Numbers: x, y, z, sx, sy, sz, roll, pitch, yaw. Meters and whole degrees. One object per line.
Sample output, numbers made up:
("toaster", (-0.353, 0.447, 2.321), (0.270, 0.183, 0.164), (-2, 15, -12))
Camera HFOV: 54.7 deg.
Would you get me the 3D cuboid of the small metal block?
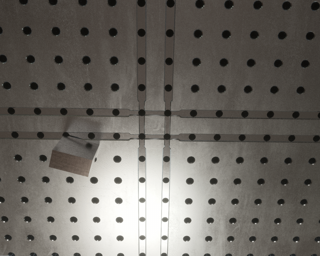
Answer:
("small metal block", (-0.112, 0.036, 0.412), (0.050, 0.050, 0.025), (16, 109, -6))
